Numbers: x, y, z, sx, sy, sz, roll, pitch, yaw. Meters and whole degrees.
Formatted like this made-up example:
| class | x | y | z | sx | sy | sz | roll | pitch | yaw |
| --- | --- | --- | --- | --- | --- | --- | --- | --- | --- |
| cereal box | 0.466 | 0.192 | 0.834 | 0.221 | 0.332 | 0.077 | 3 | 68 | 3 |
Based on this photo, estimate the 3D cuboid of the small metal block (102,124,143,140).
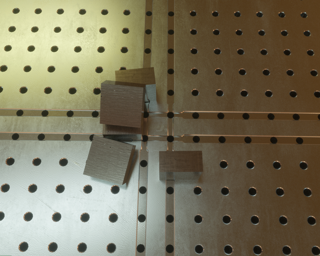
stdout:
| class | x | y | z | sx | sy | sz | roll | pitch | yaw |
| --- | --- | --- | --- | --- | --- | --- | --- | --- | --- |
| small metal block | -0.048 | -0.011 | 0.416 | 0.050 | 0.025 | 0.050 | 0 | 70 | 0 |

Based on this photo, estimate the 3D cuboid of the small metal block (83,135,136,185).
| class | x | y | z | sx | sy | sz | roll | pitch | yaw |
| --- | --- | --- | --- | --- | --- | --- | --- | --- | --- |
| small metal block | -0.063 | 0.040 | 0.390 | 0.050 | 0.025 | 0.050 | 15 | 88 | 5 |

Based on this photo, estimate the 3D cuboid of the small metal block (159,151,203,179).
| class | x | y | z | sx | sy | sz | roll | pitch | yaw |
| --- | --- | --- | --- | --- | --- | --- | --- | --- | --- |
| small metal block | 0.024 | 0.047 | 0.382 | 0.050 | 0.050 | 0.025 | 0 | 70 | 0 |

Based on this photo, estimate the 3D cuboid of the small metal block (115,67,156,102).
| class | x | y | z | sx | sy | sz | roll | pitch | yaw |
| --- | --- | --- | --- | --- | --- | --- | --- | --- | --- |
| small metal block | -0.032 | -0.056 | 0.419 | 0.050 | 0.050 | 0.025 | -6 | 70 | -2 |

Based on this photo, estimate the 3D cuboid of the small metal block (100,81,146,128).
| class | x | y | z | sx | sy | sz | roll | pitch | yaw |
| --- | --- | --- | --- | --- | --- | --- | --- | --- | --- |
| small metal block | -0.046 | -0.030 | 0.383 | 0.050 | 0.025 | 0.050 | 6 | 108 | 2 |
